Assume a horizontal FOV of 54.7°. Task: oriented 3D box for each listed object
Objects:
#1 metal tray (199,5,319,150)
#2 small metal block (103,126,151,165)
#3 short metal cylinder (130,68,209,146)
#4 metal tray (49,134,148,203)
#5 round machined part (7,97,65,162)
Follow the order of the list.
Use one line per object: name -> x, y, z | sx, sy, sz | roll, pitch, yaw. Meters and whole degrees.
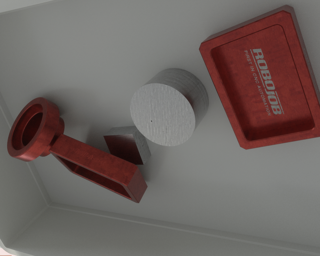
metal tray -> 0.108, -0.045, 0.320 | 0.090, 0.030, 0.129 | -15, 111, 33
small metal block -> -0.047, 0.025, 0.447 | 0.050, 0.025, 0.050 | -4, 117, 29
short metal cylinder -> 0.012, -0.025, 0.369 | 0.080, 0.050, 0.079 | 13, 124, 20
metal tray -> -0.088, 0.061, 0.458 | 0.130, 0.030, 0.090 | 20, 156, 18
round machined part -> -0.184, 0.006, 0.472 | 0.098, 0.098, 0.042 | -16, 147, 34
